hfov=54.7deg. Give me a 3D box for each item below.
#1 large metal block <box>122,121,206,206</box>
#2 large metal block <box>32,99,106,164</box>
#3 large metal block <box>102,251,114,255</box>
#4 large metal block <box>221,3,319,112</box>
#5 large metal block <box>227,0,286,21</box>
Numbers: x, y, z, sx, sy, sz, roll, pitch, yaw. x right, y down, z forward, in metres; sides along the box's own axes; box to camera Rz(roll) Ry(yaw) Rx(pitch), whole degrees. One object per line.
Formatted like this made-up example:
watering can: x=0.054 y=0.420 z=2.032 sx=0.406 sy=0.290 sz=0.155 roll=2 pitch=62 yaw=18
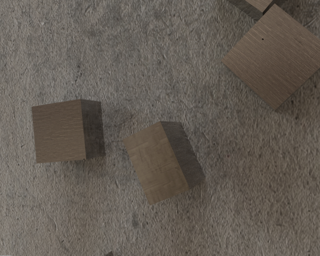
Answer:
large metal block: x=0.008 y=0.039 z=0.377 sx=0.050 sy=0.080 sz=0.080 roll=-26 pitch=82 yaw=18
large metal block: x=-0.129 y=0.005 z=0.441 sx=0.080 sy=0.050 sz=0.080 roll=-7 pitch=88 yaw=20
large metal block: x=-0.092 y=0.232 z=0.428 sx=0.080 sy=0.050 sz=0.080 roll=-33 pitch=80 yaw=17
large metal block: x=0.130 y=-0.075 z=0.350 sx=0.080 sy=0.050 sz=0.080 roll=47 pitch=104 yaw=14
large metal block: x=0.114 y=-0.179 z=0.355 sx=0.080 sy=0.050 sz=0.080 roll=43 pitch=103 yaw=15
